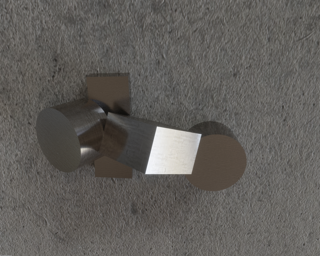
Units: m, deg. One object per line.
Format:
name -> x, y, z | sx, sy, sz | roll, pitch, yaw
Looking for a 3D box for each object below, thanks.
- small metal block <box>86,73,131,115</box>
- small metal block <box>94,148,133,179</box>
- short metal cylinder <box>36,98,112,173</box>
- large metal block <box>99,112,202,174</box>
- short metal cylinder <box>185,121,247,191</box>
small metal block -> -0.063, -0.043, 0.394 | 0.050, 0.025, 0.050 | -1, 110, 0
small metal block -> -0.062, 0.040, 0.425 | 0.050, 0.025, 0.050 | 3, 110, -2
short metal cylinder -> -0.105, 0.008, 0.380 | 0.080, 0.050, 0.079 | 14, 115, 33
large metal block -> -0.011, 0.018, 0.368 | 0.081, 0.080, 0.050 | 10, 95, -48
short metal cylinder -> 0.068, 0.036, 0.412 | 0.081, 0.050, 0.079 | 0, 110, -1
